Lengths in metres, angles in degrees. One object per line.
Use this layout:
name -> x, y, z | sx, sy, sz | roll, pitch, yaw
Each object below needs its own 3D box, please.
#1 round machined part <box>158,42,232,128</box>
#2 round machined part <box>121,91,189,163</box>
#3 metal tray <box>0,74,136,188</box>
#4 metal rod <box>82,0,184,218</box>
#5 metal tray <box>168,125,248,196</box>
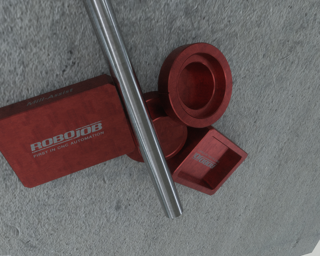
round machined part -> 0.037, -0.051, 0.373 | 0.099, 0.042, 0.097 | -6, 100, -34
round machined part -> -0.004, 0.005, 0.399 | 0.099, 0.042, 0.097 | -14, 124, -21
metal tray -> -0.101, 0.004, 0.338 | 0.131, 0.030, 0.090 | -20, 124, -6
metal rod -> -0.026, -0.022, 0.337 | 0.025, 0.025, 0.298 | -25, 114, -13
metal tray -> 0.068, 0.047, 0.457 | 0.090, 0.030, 0.130 | -51, 139, 8
